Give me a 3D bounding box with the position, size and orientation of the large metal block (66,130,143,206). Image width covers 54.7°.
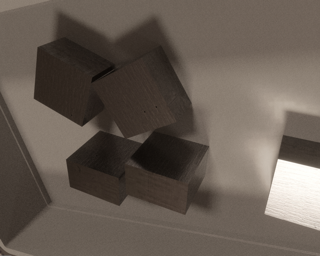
[{"bbox_3d":[-0.073,0.054,0.443,0.080,0.080,0.050,16,125,19],"label":"large metal block"}]

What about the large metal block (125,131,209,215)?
[{"bbox_3d":[0.011,0.054,0.400,0.080,0.080,0.050,15,124,19],"label":"large metal block"}]

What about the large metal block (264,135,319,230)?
[{"bbox_3d":[0.168,0.062,0.343,0.080,0.050,0.079,13,124,20],"label":"large metal block"}]

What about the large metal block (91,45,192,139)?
[{"bbox_3d":[-0.021,-0.042,0.377,0.080,0.050,0.080,-19,109,35],"label":"large metal block"}]

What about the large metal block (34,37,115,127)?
[{"bbox_3d":[-0.116,-0.062,0.413,0.080,0.050,0.079,29,128,9],"label":"large metal block"}]
